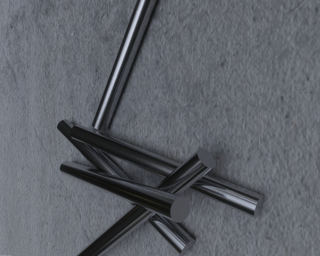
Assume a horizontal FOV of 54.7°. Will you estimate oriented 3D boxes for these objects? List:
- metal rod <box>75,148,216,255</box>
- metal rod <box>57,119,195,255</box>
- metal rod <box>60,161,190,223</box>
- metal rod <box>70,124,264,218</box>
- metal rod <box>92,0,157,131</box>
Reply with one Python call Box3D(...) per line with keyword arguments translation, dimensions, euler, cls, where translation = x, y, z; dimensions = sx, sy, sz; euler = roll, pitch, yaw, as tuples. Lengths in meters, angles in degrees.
Box3D(translation=(-0.039, 0.121, 0.402), dimensions=(0.299, 0.025, 0.025), euler=(-46, 63, 33), cls="metal rod")
Box3D(translation=(-0.067, 0.070, 0.457), dimensions=(0.300, 0.025, 0.025), euler=(37, 112, 33), cls="metal rod")
Box3D(translation=(-0.070, 0.074, 0.416), dimensions=(0.300, 0.025, 0.025), euler=(3, 92, 53), cls="metal rod")
Box3D(translation=(-0.015, 0.044, 0.405), dimensions=(0.300, 0.025, 0.025), euler=(18, 101, 35), cls="metal rod")
Box3D(translation=(-0.036, -0.131, 0.432), dimensions=(0.025, 0.025, 0.298), euler=(37, 112, 33), cls="metal rod")
